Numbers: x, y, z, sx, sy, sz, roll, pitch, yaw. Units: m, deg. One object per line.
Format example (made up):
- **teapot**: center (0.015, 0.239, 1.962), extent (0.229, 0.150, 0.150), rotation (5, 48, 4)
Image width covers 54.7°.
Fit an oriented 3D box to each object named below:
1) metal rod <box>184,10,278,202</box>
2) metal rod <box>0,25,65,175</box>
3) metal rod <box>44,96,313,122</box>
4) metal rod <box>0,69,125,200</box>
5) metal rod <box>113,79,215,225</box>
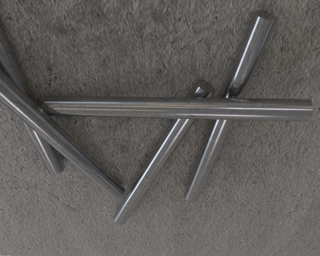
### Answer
- **metal rod**: center (0.079, -0.002, 0.406), extent (0.025, 0.025, 0.298), rotation (8, 130, -7)
- **metal rod**: center (-0.170, -0.053, 0.359), extent (0.025, 0.025, 0.298), rotation (-5, 130, 4)
- **metal rod**: center (0.013, -0.023, 0.359), extent (0.301, 0.025, 0.025), rotation (2, 131, 9)
- **metal rod**: center (-0.131, 0.012, 0.393), extent (0.025, 0.025, 0.300), rotation (-20, 134, 16)
- **metal rod**: center (-0.008, 0.054, 0.452), extent (0.025, 0.025, 0.298), rotation (19, 128, -16)
